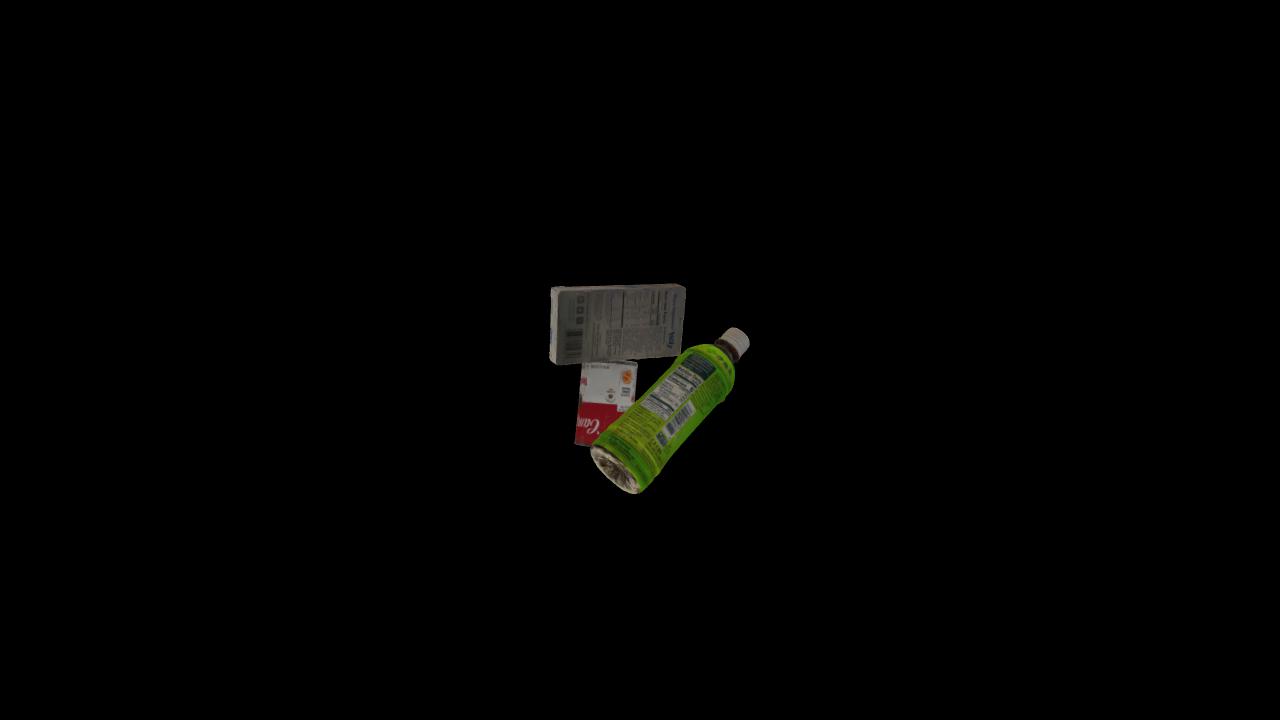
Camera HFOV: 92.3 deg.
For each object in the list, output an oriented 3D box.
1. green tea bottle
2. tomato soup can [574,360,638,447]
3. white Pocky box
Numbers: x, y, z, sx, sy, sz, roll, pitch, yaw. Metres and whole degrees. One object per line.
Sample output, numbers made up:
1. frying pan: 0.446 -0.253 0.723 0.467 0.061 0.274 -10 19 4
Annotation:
1. green tea bottle: 0.042 0.042 0.638 0.212 0.073 0.073 -43 20 -23
2. tomato soup can: -0.039 0.050 0.717 0.068 0.101 0.068 5 -4 0
3. white Pocky box: -0.023 -0.041 0.677 0.154 0.084 0.028 -5 19 -27
